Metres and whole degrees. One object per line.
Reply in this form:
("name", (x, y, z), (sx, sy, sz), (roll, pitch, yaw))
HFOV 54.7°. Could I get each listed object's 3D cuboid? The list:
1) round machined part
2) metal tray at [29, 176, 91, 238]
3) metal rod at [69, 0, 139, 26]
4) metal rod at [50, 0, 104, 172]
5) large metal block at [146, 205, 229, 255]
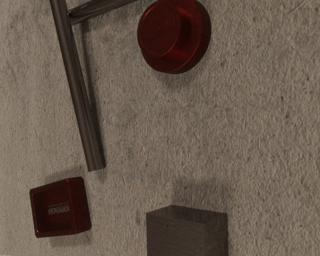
("round machined part", (0.010, -0.118, 0.384), (0.098, 0.042, 0.097), (0, 90, 39))
("metal tray", (-0.179, 0.142, 0.545), (0.130, 0.030, 0.090), (-20, 78, 38))
("metal rod", (-0.043, -0.190, 0.437), (0.300, 0.025, 0.025), (-2, 89, 39))
("metal rod", (-0.135, -0.079, 0.493), (0.025, 0.025, 0.298), (-16, 86, 38))
("large metal block", (0.032, 0.139, 0.361), (0.080, 0.050, 0.079), (-2, 89, 39))
